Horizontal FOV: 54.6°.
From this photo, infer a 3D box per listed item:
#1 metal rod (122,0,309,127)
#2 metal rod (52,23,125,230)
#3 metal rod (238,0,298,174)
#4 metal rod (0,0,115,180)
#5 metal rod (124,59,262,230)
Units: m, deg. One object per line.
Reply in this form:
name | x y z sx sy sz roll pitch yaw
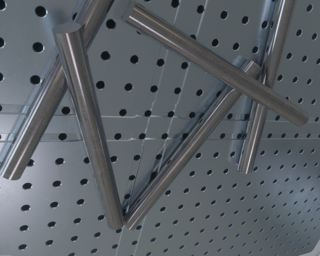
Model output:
metal rod | 0.089 -0.067 0.391 0.302 0.025 0.025 24 106 -28
metal rod | -0.074 0.027 0.367 0.025 0.025 0.298 -19 132 -17
metal rod | 0.155 -0.058 0.458 0.025 0.025 0.298 -10 123 -23
metal rod | -0.092 -0.072 0.315 0.025 0.025 0.299 22 106 -36
metal rod | 0.041 0.030 0.451 0.025 0.025 0.299 30 102 -38
